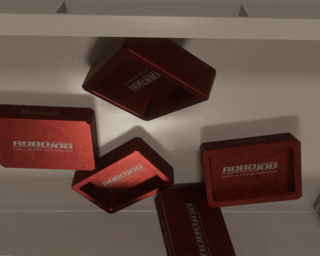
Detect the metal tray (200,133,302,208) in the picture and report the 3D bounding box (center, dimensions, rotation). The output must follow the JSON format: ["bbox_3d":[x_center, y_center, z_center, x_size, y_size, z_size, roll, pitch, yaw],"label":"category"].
[{"bbox_3d":[0.127,0.060,0.437,0.131,0.030,0.089,-7,107,5],"label":"metal tray"}]

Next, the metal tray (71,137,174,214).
[{"bbox_3d":[-0.056,0.076,0.469,0.130,0.030,0.090,-30,125,22],"label":"metal tray"}]

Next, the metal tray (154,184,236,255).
[{"bbox_3d":[0.051,0.152,0.454,0.091,0.130,0.030,-4,151,-22],"label":"metal tray"}]

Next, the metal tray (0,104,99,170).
[{"bbox_3d":[-0.153,0.015,0.416,0.131,0.030,0.089,2,130,-3],"label":"metal tray"}]

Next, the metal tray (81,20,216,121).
[{"bbox_3d":[-0.018,-0.048,0.318,0.090,0.030,0.130,27,160,-23],"label":"metal tray"}]
